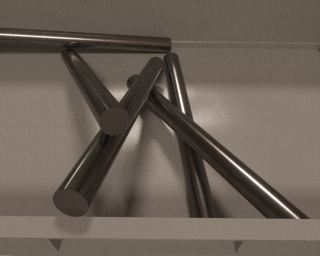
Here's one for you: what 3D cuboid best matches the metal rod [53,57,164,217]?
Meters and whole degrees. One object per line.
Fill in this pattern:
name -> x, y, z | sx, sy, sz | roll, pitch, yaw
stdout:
metal rod -> -0.033, -0.022, 0.337 | 0.025, 0.025, 0.301 | 9, 30, 7

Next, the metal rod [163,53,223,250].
metal rod -> 0.034, 0.003, 0.403 | 0.025, 0.025, 0.300 | -5, 50, -4

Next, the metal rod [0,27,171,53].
metal rod -> -0.132, -0.141, 0.497 | 0.302, 0.025, 0.025 | 1, 50, -10

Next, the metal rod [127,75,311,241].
metal rod -> 0.039, 0.008, 0.360 | 0.025, 0.025, 0.300 | -25, 43, -20

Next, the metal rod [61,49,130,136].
metal rod -> -0.092, -0.062, 0.378 | 0.025, 0.025, 0.300 | -19, 28, -15
